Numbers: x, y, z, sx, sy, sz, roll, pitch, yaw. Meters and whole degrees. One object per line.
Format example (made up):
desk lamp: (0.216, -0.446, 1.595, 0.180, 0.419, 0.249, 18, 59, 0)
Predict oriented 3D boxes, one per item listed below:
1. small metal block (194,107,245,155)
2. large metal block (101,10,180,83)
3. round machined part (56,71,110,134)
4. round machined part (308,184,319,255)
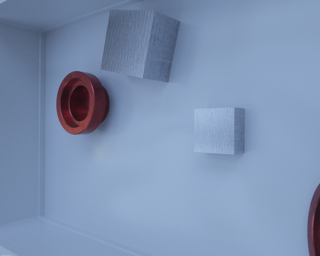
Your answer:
small metal block: (0.067, 0.003, 0.350, 0.050, 0.025, 0.050, 0, 90, 39)
large metal block: (-0.027, -0.109, 0.411, 0.080, 0.050, 0.079, 18, 102, 38)
round machined part: (-0.118, -0.039, 0.490, 0.098, 0.042, 0.097, 0, 90, 39)
round machined part: (0.157, 0.087, 0.242, 0.042, 0.098, 0.097, 6, 94, 5)
